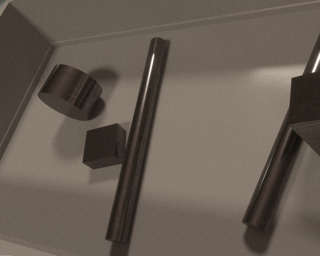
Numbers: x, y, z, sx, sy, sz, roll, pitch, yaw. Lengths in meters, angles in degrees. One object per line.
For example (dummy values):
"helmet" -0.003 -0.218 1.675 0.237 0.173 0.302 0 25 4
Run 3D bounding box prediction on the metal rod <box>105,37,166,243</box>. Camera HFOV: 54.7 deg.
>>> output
"metal rod" -0.026 -0.003 0.419 0.025 0.025 0.299 -4 60 26

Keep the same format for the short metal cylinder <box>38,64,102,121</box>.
"short metal cylinder" -0.136 -0.052 0.471 0.080 0.080 0.050 11 67 32

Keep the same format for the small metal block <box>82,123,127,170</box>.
"small metal block" -0.076 0.026 0.428 0.050 0.025 0.050 -13 56 20

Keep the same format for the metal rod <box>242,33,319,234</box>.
"metal rod" 0.159 -0.030 0.340 0.025 0.025 0.300 17 70 34

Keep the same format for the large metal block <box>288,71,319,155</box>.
"large metal block" 0.172 -0.013 0.273 0.080 0.080 0.050 -12 55 45
